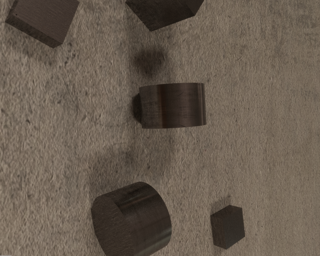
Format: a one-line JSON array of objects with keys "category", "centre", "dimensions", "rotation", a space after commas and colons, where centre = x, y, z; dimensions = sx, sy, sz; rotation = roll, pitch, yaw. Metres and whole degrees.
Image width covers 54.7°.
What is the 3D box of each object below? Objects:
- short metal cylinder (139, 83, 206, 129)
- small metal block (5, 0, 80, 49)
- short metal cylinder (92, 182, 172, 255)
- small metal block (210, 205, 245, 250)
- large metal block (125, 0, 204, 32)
[{"category": "short metal cylinder", "centre": [0.016, -0.027, 0.384], "dimensions": [0.081, 0.080, 0.050], "rotation": [-6, 94, -40]}, {"category": "small metal block", "centre": [-0.116, -0.116, 0.308], "dimensions": [0.050, 0.025, 0.050], "rotation": [27, 73, -37]}, {"category": "short metal cylinder", "centre": [-0.033, 0.105, 0.343], "dimensions": [0.050, 0.080, 0.079], "rotation": [-14, 99, -40]}, {"category": "small metal block", "centre": [0.110, 0.159, 0.500], "dimensions": [0.050, 0.025, 0.050], "rotation": [-14, 99, -39]}, {"category": "large metal block", "centre": [0.016, -0.175, 0.384], "dimensions": [0.050, 0.080, 0.080], "rotation": [43, 64, -32]}]
